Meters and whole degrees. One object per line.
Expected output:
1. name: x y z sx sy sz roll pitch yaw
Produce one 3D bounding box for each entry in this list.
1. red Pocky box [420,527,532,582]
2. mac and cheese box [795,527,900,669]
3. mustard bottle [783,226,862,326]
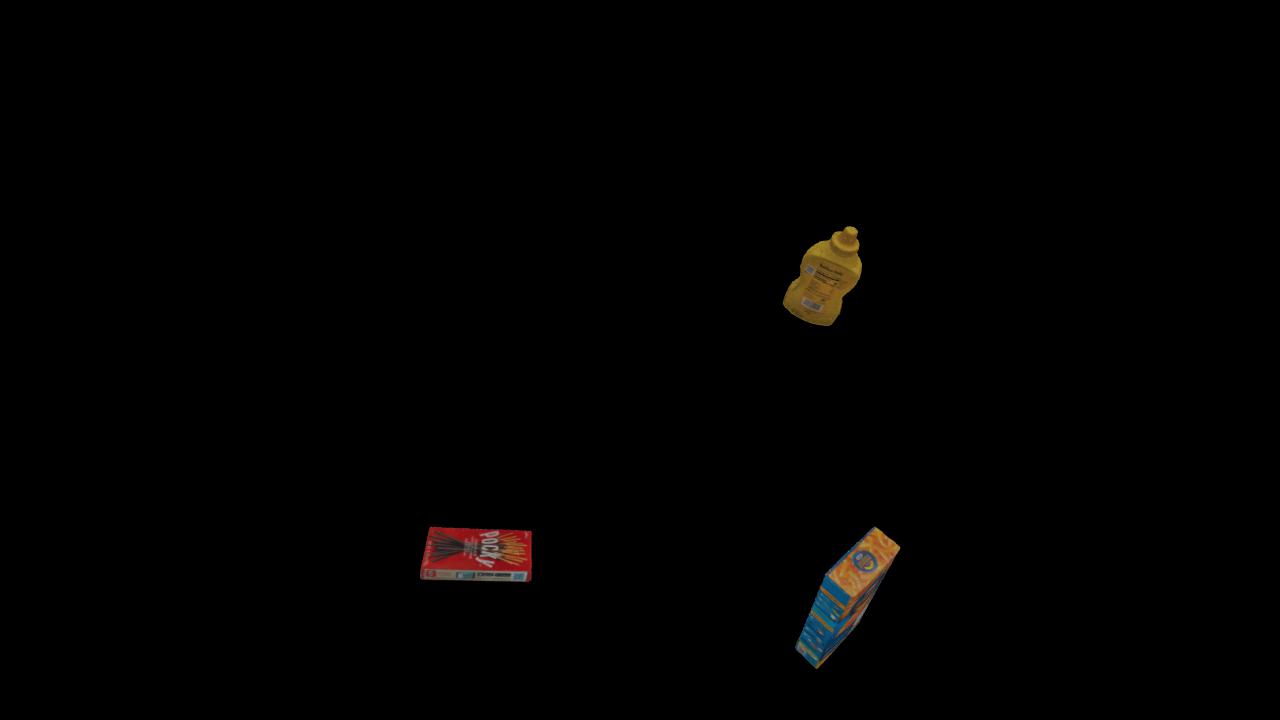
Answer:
1. red Pocky box: -0.237 0.285 0.905 0.155 0.028 0.083 6 27 -14
2. mac and cheese box: 0.239 0.281 0.719 0.093 0.184 0.041 -29 50 -28
3. mustard bottle: 0.289 -0.133 0.944 0.092 0.054 0.184 31 -33 13
